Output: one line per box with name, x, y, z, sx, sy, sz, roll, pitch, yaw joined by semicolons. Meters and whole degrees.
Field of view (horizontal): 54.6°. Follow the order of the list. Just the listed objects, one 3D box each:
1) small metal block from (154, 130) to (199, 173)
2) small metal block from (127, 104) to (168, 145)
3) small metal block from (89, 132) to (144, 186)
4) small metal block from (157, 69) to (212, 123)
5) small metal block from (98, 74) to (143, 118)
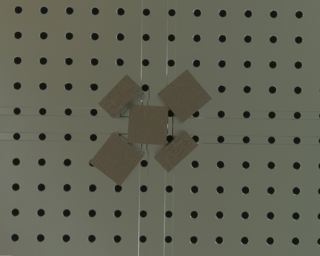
small metal block;0.020;0.028;0.401;0.050;0.050;0.025;-42;90;0
small metal block;-0.015;-0.004;0.413;0.050;0.025;0.050;4;89;1
small metal block;-0.056;0.040;0.413;0.050;0.025;0.050;38;89;-1
small metal block;0.032;-0.041;0.413;0.050;0.025;0.050;-40;90;0
small metal block;-0.049;-0.039;0.400;0.025;0.050;0.050;44;91;-1
